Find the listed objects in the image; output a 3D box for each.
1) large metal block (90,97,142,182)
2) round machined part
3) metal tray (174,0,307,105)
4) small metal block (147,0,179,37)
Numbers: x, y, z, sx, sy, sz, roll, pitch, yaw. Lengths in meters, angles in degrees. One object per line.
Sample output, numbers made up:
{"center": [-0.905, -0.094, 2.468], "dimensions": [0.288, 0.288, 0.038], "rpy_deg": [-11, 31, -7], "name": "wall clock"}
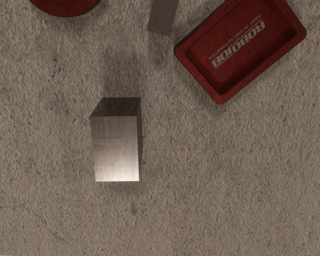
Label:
{"center": [-0.050, 0.011, 0.384], "dimensions": [0.050, 0.080, 0.079], "rpy_deg": [-1, 110, 0], "name": "large metal block"}
{"center": [-0.109, -0.172, 0.336], "dimensions": [0.099, 0.042, 0.097], "rpy_deg": [0, 110, -1], "name": "round machined part"}
{"center": [0.092, -0.102, 0.370], "dimensions": [0.130, 0.030, 0.090], "rpy_deg": [-40, 106, 13], "name": "metal tray"}
{"center": [0.004, -0.133, 0.348], "dimensions": [0.025, 0.050, 0.050], "rpy_deg": [14, 109, -6], "name": "small metal block"}
